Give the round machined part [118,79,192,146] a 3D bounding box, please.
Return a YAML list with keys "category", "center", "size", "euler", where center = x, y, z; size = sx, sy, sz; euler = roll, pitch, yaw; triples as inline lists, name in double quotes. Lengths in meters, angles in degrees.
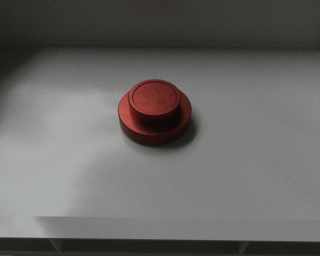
- category: "round machined part"
  center: [-0.007, -0.028, 0.414]
  size: [0.099, 0.042, 0.098]
  euler: [0, 50, 0]
